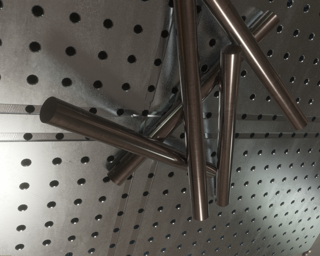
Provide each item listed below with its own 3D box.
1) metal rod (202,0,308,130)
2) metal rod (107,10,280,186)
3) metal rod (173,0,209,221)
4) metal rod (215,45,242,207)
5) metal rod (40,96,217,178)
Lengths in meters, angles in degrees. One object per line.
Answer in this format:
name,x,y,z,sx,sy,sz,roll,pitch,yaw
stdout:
metal rod,0.111,-0.096,0.382,0.025,0.025,0.300,-45,120,3
metal rod,0.042,-0.037,0.412,0.300,0.025,0.025,-46,130,3
metal rod,0.042,-0.010,0.394,0.025,0.025,0.298,-16,114,-20
metal rod,0.098,0.020,0.459,0.025,0.025,0.298,-22,133,-16
metal rod,-0.009,0.026,0.386,0.301,0.025,0.025,25,105,-49
